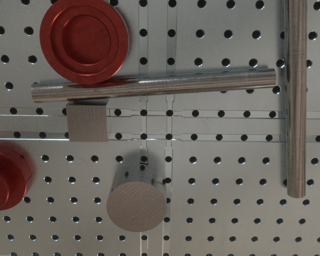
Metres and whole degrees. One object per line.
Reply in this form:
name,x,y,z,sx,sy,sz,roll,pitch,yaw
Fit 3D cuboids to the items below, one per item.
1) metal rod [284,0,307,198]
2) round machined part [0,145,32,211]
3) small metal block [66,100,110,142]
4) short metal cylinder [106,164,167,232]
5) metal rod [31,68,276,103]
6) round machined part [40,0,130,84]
metal rod,0.175,-0.043,0.398,0.025,0.025,0.298,-8,110,3
round machined part,-0.236,0.075,0.430,0.099,0.042,0.097,0,110,0
small metal block,-0.093,-0.009,0.409,0.050,0.025,0.050,1,110,-1
short metal cylinder,-0.031,0.098,0.436,0.081,0.050,0.079,0,110,0
metal rod,-0.008,-0.054,0.393,0.302,0.025,0.025,-4,110,1
round machined part,-0.085,-0.104,0.365,0.099,0.042,0.097,0,110,0
